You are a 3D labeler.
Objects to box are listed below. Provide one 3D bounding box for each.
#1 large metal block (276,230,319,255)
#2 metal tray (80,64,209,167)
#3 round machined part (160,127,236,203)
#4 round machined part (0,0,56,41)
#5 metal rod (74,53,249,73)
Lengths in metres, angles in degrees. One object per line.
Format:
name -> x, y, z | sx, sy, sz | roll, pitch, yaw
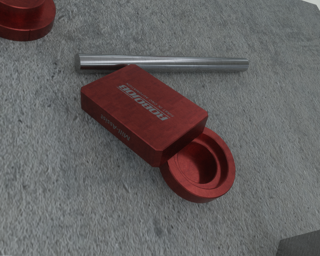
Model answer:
large metal block -> 0.179, 0.172, 0.362 | 0.050, 0.080, 0.080 | 41, 51, -1
metal tray -> -0.020, -0.021, 0.373 | 0.130, 0.030, 0.091 | 37, 50, 23
round machined part -> 0.042, 0.047, 0.389 | 0.099, 0.042, 0.098 | 14, 56, -21
round machined part -> -0.183, -0.162, 0.393 | 0.099, 0.042, 0.098 | 14, 56, -21
metal rod -> 0.022, -0.098, 0.477 | 0.303, 0.025, 0.025 | -7, 65, -32
